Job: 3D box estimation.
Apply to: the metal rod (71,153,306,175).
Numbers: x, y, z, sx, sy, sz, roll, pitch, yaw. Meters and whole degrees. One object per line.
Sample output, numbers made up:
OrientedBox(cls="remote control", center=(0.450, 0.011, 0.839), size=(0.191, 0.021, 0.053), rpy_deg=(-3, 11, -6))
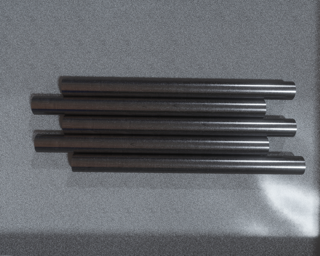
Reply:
OrientedBox(cls="metal rod", center=(0.037, 0.048, 0.411), size=(0.302, 0.025, 0.025), rpy_deg=(1, 90, -1))

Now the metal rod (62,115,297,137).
OrientedBox(cls="metal rod", center=(0.026, -0.002, 0.410), size=(0.302, 0.025, 0.025), rpy_deg=(1, 90, -1))

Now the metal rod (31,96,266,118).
OrientedBox(cls="metal rod", center=(-0.014, -0.028, 0.410), size=(0.302, 0.025, 0.025), rpy_deg=(1, 90, -1))

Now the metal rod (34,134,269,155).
OrientedBox(cls="metal rod", center=(-0.010, 0.022, 0.410), size=(0.302, 0.025, 0.025), rpy_deg=(1, 90, -1))

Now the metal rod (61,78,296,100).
OrientedBox(cls="metal rod", center=(0.025, -0.052, 0.410), size=(0.302, 0.025, 0.025), rpy_deg=(1, 90, -1))
